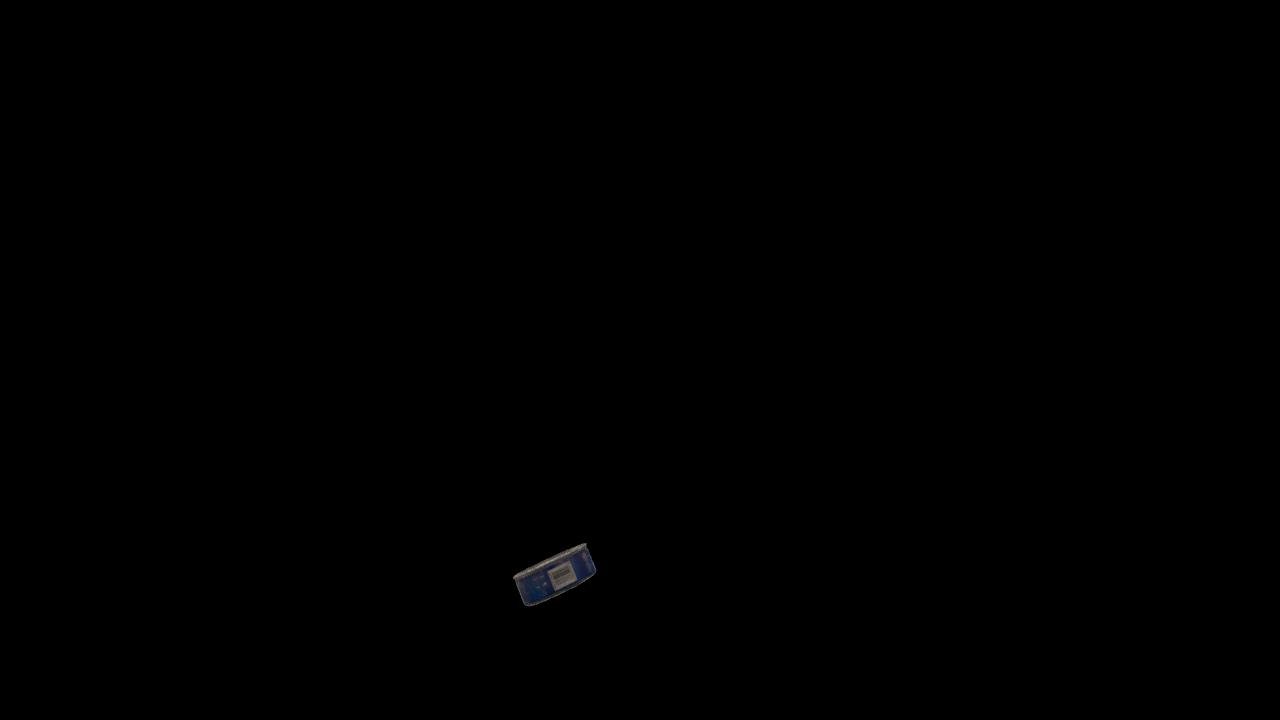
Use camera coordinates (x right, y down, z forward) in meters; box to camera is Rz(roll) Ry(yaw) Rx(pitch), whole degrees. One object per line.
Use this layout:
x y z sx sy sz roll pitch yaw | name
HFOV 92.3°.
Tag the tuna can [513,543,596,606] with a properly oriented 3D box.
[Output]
-0.089 0.228 0.653 0.084 0.034 0.084 -24 -10 -5 | tuna can
